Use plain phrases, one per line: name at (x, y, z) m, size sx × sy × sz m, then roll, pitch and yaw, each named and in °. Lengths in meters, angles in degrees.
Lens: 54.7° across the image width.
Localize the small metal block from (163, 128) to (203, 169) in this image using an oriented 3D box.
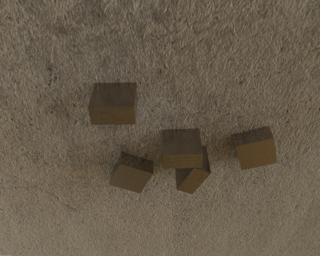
small metal block at (0.029, 0.027, 0.414) m, size 0.050 × 0.050 × 0.025 m, roll -2°, pitch 130°, yaw 1°

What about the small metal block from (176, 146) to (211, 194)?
small metal block at (0.045, 0.057, 0.439) m, size 0.025 × 0.050 × 0.050 m, roll 20°, pitch 128°, yaw -16°

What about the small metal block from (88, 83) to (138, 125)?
small metal block at (-0.053, -0.029, 0.365) m, size 0.050 × 0.050 × 0.025 m, roll 0°, pitch 130°, yaw 0°

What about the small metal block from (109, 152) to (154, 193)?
small metal block at (-0.043, 0.068, 0.464) m, size 0.050 × 0.025 × 0.050 m, roll 19°, pitch 128°, yaw -16°

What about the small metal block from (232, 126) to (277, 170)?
small metal block at (0.133, 0.029, 0.433) m, size 0.050 × 0.025 × 0.050 m, roll -14°, pitch 129°, yaw 11°
